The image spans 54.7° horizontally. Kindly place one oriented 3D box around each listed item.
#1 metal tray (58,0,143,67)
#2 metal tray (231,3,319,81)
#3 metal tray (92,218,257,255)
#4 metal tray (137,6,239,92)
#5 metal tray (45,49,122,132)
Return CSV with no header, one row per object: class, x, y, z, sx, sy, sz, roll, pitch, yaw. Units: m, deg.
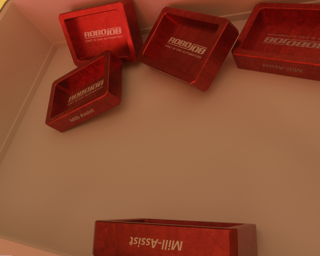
metal tray,-0.095,-0.151,0.506,0.130,0.089,0.030,2,29,29
metal tray,0.167,-0.109,0.381,0.130,0.030,0.090,18,71,35
metal tray,0.016,0.103,0.288,0.130,0.090,0.030,-5,74,25
metal tray,0.033,-0.113,0.430,0.130,0.030,0.090,33,97,44
metal tray,-0.119,-0.056,0.485,0.130,0.030,0.090,-22,53,27
